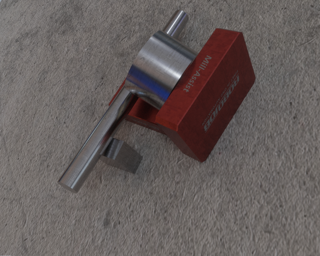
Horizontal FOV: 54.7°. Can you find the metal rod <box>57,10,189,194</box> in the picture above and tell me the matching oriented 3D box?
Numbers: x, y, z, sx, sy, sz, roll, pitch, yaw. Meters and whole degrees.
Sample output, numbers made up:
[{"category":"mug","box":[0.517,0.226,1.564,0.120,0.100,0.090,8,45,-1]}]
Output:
[{"category":"metal rod","box":[-0.034,-0.052,0.404,0.025,0.025,0.300,11,58,32]}]

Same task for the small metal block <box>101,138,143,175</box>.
[{"category":"small metal block","box":[-0.058,0.033,0.398,0.050,0.050,0.025,14,69,33]}]

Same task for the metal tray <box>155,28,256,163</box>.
[{"category":"metal tray","box":[0.058,-0.035,0.354,0.030,0.090,0.130,25,75,36]}]

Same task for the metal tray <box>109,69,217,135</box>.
[{"category":"metal tray","box":[0.003,-0.042,0.425,0.130,0.030,0.090,20,72,35]}]

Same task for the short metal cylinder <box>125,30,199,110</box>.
[{"category":"short metal cylinder","box":[0.003,-0.065,0.360,0.050,0.080,0.080,33,78,4]}]
